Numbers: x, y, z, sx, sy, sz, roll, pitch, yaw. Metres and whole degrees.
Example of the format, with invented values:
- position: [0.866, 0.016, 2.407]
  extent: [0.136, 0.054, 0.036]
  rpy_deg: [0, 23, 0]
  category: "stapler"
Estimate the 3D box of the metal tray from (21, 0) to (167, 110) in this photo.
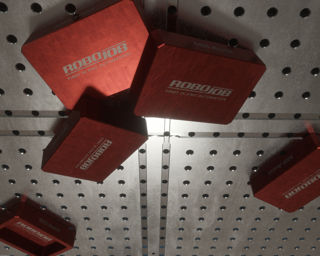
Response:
- position: [-0.068, -0.080, 0.339]
  extent: [0.130, 0.030, 0.090]
  rpy_deg: [-19, 128, 15]
  category: "metal tray"

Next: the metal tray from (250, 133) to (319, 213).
- position: [0.216, 0.074, 0.475]
  extent: [0.090, 0.030, 0.129]
  rpy_deg: [27, 125, -21]
  category: "metal tray"

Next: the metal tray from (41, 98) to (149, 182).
- position: [-0.087, 0.023, 0.405]
  extent: [0.091, 0.030, 0.129]
  rpy_deg: [19, 135, -32]
  category: "metal tray"

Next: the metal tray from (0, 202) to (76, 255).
- position: [-0.233, 0.194, 0.569]
  extent: [0.090, 0.030, 0.130]
  rpy_deg: [-29, 125, 22]
  category: "metal tray"

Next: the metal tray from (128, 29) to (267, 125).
- position: [0.040, -0.050, 0.345]
  extent: [0.131, 0.030, 0.089]
  rpy_deg: [5, 132, -24]
  category: "metal tray"
